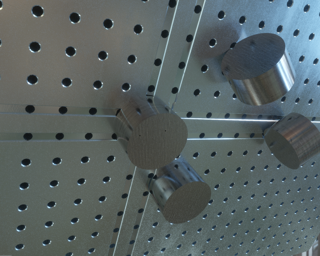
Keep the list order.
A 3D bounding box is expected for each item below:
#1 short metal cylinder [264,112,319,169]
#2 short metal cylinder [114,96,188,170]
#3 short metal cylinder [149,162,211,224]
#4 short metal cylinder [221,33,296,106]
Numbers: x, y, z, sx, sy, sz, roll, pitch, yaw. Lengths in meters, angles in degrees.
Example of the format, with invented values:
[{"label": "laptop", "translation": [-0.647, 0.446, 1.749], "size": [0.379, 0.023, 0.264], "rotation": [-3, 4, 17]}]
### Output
[{"label": "short metal cylinder", "translation": [0.219, 0.021, 0.512], "size": [0.050, 0.080, 0.080], "rotation": [-32, 129, -8]}, {"label": "short metal cylinder", "translation": [-0.012, 0.006, 0.393], "size": [0.081, 0.050, 0.079], "rotation": [-14, 125, -21]}, {"label": "short metal cylinder", "translation": [0.031, 0.099, 0.475], "size": [0.081, 0.050, 0.079], "rotation": [-14, 124, -21]}, {"label": "short metal cylinder", "translation": [0.127, -0.076, 0.400], "size": [0.080, 0.080, 0.050], "rotation": [-42, 130, 0]}]
